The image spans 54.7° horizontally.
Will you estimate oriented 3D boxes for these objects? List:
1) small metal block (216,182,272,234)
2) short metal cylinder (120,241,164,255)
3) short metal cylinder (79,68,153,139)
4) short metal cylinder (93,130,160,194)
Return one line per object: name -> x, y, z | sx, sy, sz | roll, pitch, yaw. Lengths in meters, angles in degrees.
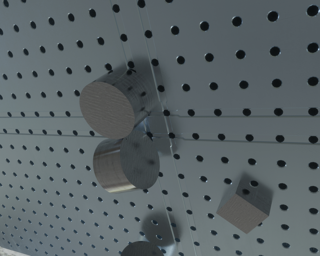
small metal block -> 0.113, 0.108, 0.419 | 0.050, 0.025, 0.050 | 34, 129, 5
short metal cylinder -> -0.034, 0.250, 0.548 | 0.080, 0.080, 0.050 | 23, 127, 14
short metal cylinder -> -0.056, -0.032, 0.405 | 0.080, 0.050, 0.079 | 13, 124, 21
short metal cylinder -> -0.045, 0.048, 0.429 | 0.050, 0.080, 0.080 | -17, 110, 35
